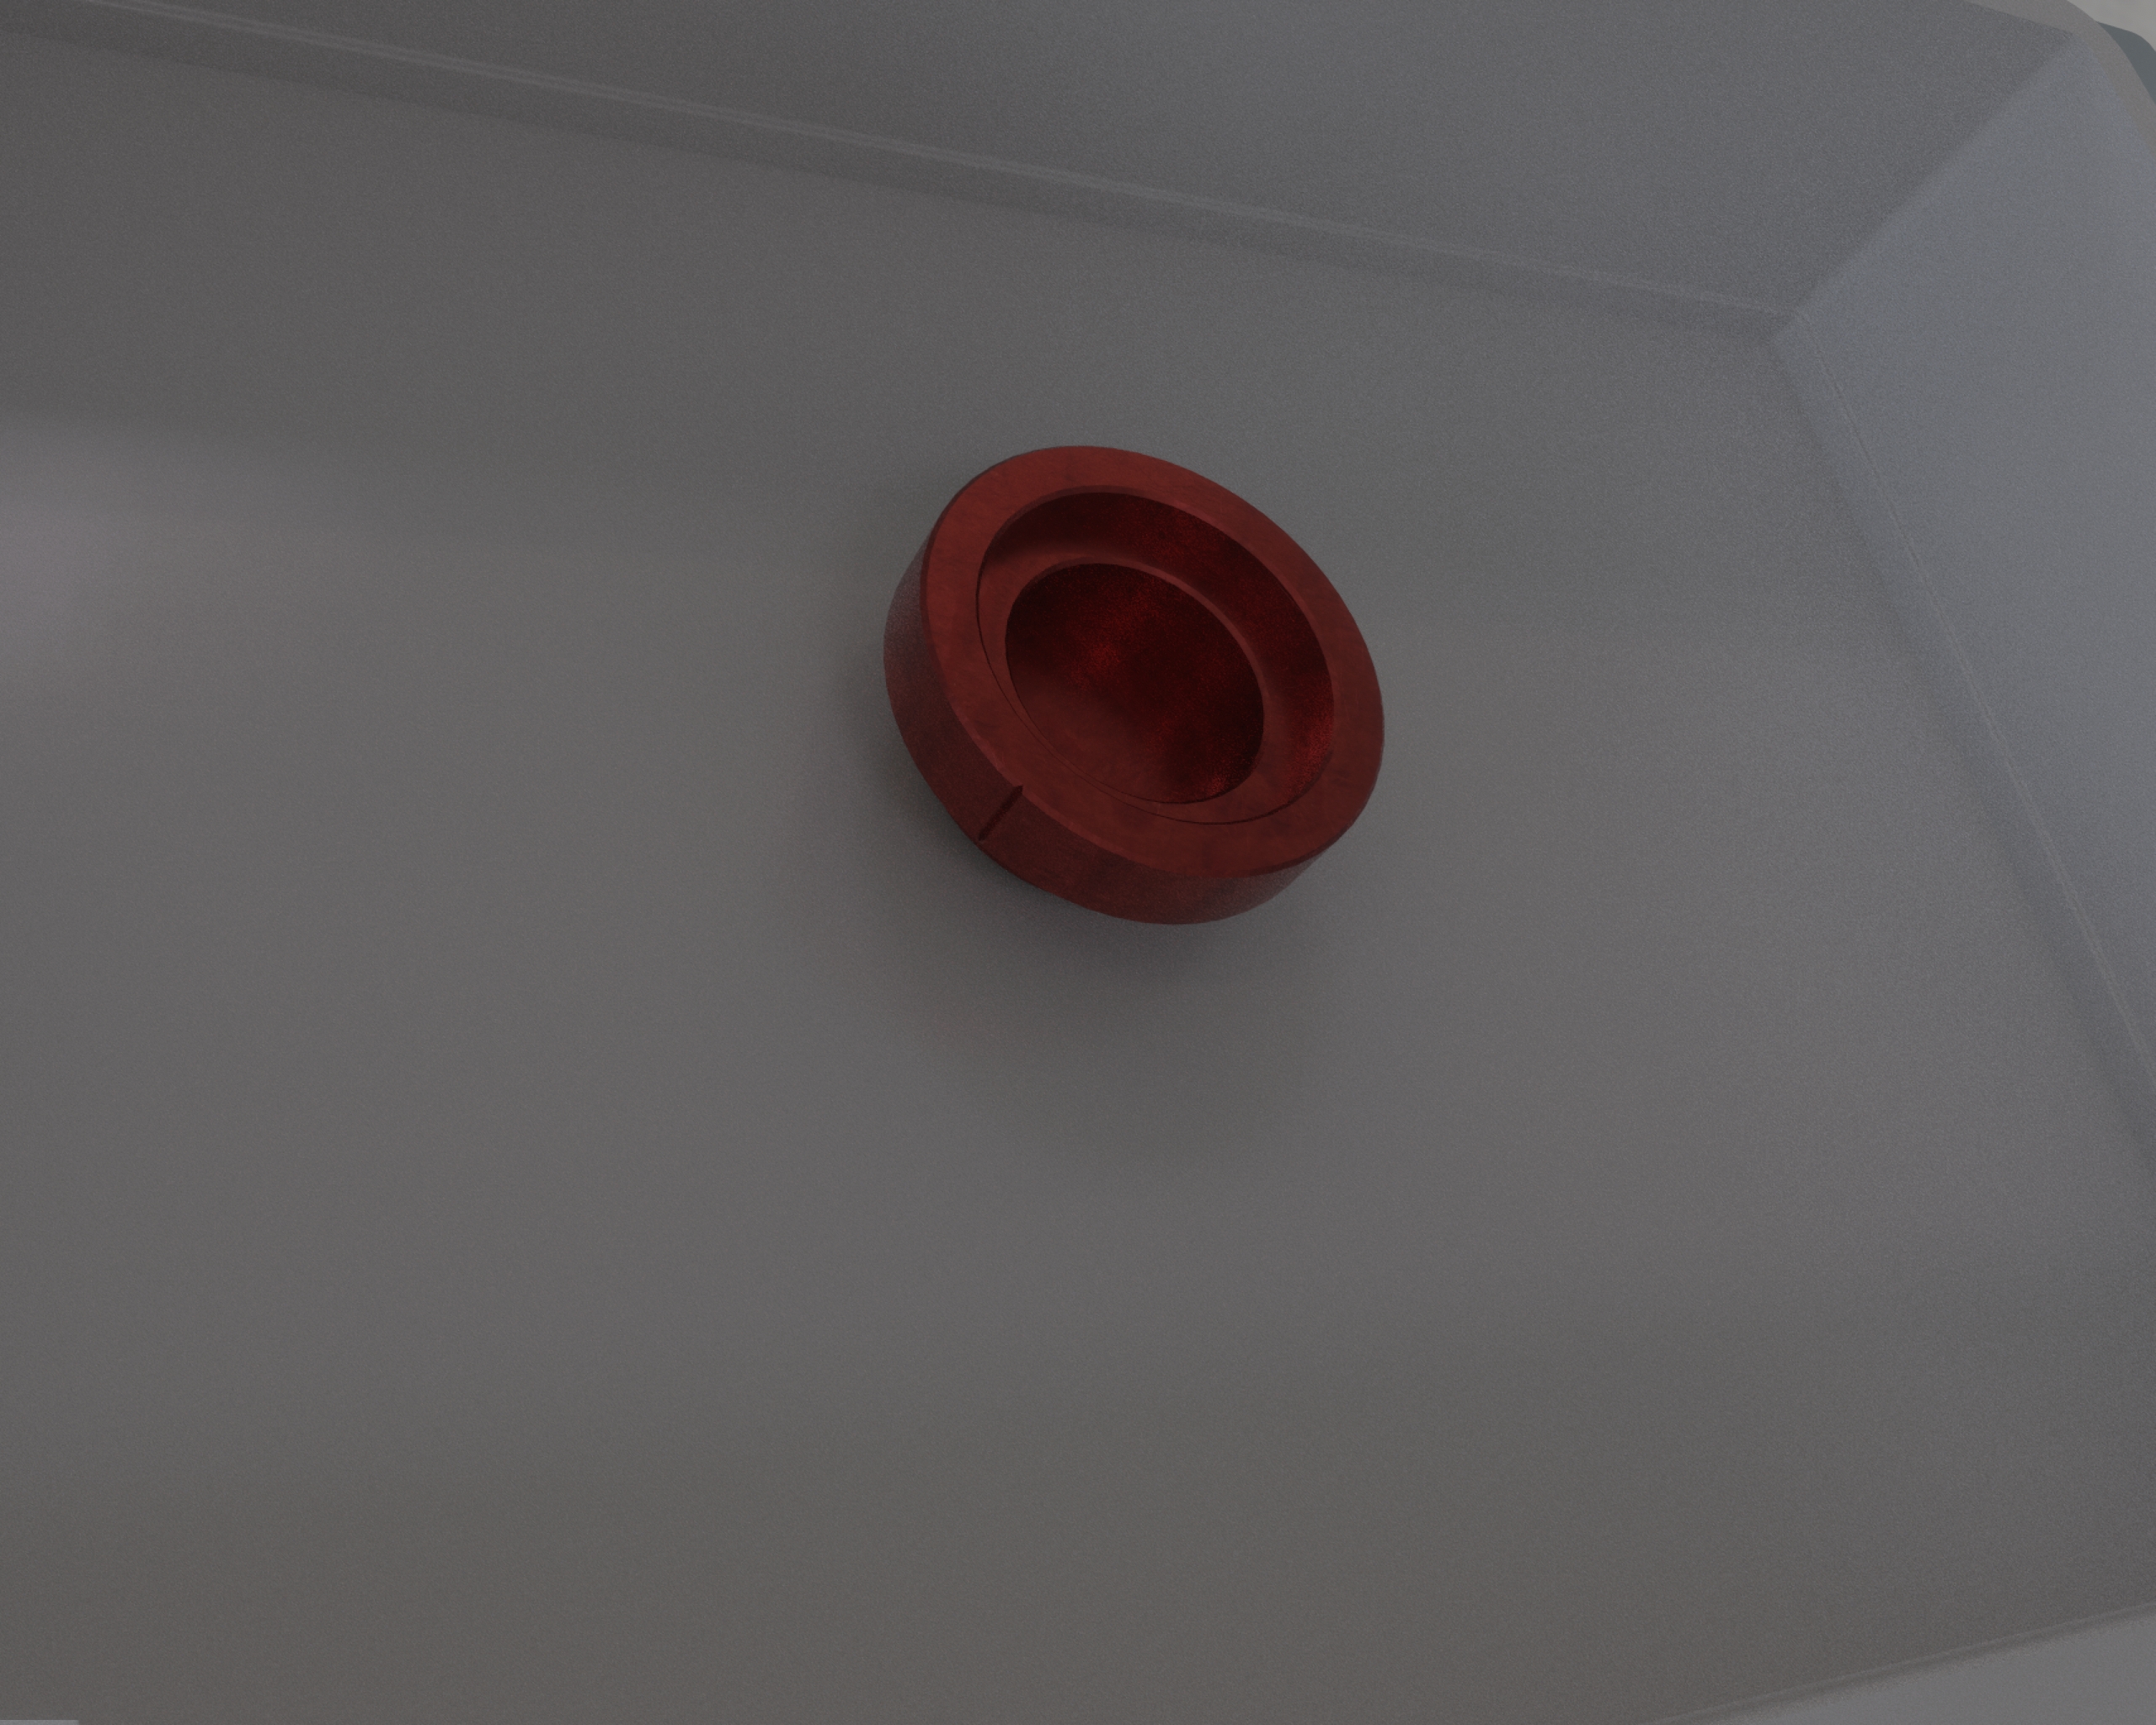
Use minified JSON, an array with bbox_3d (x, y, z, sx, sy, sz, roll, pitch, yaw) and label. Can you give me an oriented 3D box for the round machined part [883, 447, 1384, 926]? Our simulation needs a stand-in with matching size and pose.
[{"bbox_3d":[0.008,-0.031,0.413,0.099,0.042,0.098,13,56,-21],"label":"round machined part"}]
